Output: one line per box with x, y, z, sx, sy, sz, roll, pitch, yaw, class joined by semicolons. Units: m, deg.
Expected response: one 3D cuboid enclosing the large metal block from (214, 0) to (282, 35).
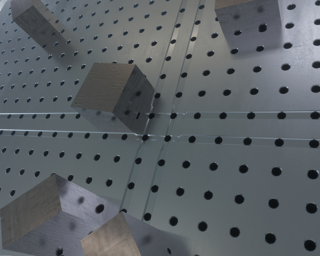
0.127;-0.187;0.441;0.080;0.050;0.080;-4;60;26;large metal block

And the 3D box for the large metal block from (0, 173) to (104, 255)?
-0.128;0.110;0.374;0.080;0.080;0.050;-33;51;7;large metal block

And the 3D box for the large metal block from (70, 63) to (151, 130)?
-0.072;-0.049;0.461;0.080;0.050;0.080;9;66;32;large metal block

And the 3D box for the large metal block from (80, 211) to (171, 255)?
-0.022;0.138;0.301;0.050;0.080;0.080;-36;51;4;large metal block

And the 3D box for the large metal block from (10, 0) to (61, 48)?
-0.263;-0.233;0.656;0.050;0.080;0.080;-32;52;7;large metal block
